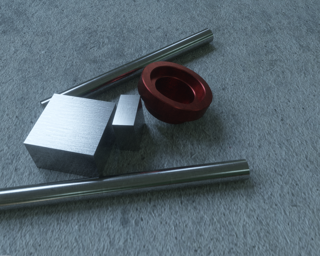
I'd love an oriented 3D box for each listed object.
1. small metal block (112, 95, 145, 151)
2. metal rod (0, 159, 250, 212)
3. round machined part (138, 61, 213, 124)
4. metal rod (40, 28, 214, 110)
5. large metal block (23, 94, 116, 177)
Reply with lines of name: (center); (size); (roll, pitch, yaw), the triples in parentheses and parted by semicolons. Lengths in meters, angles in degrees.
small metal block: (-0.038, -0.006, 0.391); (0.025, 0.050, 0.050); (2, 50, 8)
metal rod: (-0.049, 0.065, 0.348); (0.302, 0.025, 0.025); (-6, 50, -6)
round machined part: (0.017, -0.043, 0.416); (0.099, 0.042, 0.098); (14, 43, -13)
metal rod: (-0.037, -0.093, 0.480); (0.302, 0.025, 0.025); (-29, 56, -23)
large metal block: (-0.102, 0.009, 0.378); (0.080, 0.050, 0.080); (9, 51, 7)
